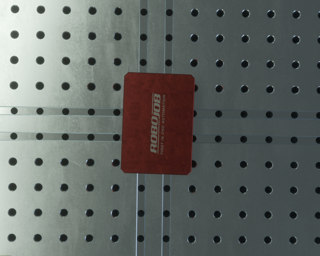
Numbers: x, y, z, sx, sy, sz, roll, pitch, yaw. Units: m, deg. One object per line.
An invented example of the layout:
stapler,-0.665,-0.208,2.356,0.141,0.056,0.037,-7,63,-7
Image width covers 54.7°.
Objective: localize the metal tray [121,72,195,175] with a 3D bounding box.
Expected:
metal tray,-0.003,-0.006,0.410,0.091,0.030,0.129,2,90,-1
